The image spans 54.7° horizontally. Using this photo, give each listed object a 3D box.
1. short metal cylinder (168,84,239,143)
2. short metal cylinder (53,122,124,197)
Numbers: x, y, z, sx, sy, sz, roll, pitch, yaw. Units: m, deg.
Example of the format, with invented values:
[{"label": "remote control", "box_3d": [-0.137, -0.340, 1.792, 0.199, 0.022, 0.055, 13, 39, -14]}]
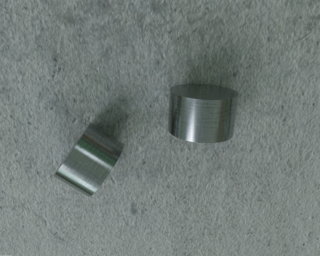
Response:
[{"label": "short metal cylinder", "box_3d": [0.051, -0.020, 0.374, 0.081, 0.080, 0.050, 2, 110, -1]}, {"label": "short metal cylinder", "box_3d": [-0.090, 0.040, 0.394, 0.050, 0.080, 0.080, 35, 106, -12]}]
